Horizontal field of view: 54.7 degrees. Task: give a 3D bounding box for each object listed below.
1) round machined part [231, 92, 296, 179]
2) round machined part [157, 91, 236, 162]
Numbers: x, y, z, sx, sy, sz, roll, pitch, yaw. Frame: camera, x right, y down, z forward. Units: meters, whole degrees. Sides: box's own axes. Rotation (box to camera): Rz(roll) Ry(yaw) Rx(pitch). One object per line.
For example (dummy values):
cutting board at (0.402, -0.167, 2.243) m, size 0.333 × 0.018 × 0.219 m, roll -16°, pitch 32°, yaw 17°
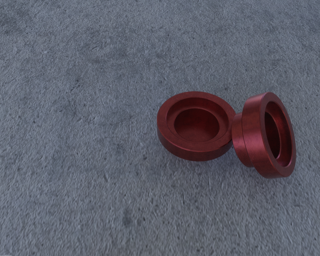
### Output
round machined part at (0.119, 0.010, 0.361) m, size 0.042 × 0.098 × 0.098 m, roll -15°, pitch 38°, yaw 40°
round machined part at (0.045, 0.002, 0.391) m, size 0.099 × 0.042 × 0.098 m, roll 0°, pitch 50°, yaw 0°
